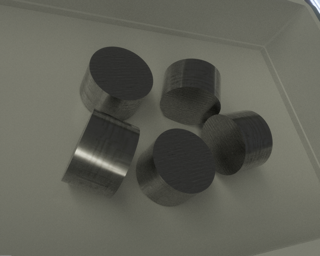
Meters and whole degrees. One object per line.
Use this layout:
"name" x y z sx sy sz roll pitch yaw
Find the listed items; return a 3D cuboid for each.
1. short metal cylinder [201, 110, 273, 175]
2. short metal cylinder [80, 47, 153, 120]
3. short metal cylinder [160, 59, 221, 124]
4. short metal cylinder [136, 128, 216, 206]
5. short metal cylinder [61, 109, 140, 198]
"short metal cylinder" 0.100 0.018 0.413 0.050 0.080 0.080 -9 67 -33
"short metal cylinder" -0.056 -0.055 0.392 0.081 0.050 0.080 14 56 -21
"short metal cylinder" 0.043 -0.048 0.424 0.080 0.080 0.050 20 54 -17
"short metal cylinder" 0.018 0.047 0.370 0.081 0.050 0.080 14 56 -21
"short metal cylinder" -0.061 0.026 0.320 0.050 0.080 0.080 24 53 -14
